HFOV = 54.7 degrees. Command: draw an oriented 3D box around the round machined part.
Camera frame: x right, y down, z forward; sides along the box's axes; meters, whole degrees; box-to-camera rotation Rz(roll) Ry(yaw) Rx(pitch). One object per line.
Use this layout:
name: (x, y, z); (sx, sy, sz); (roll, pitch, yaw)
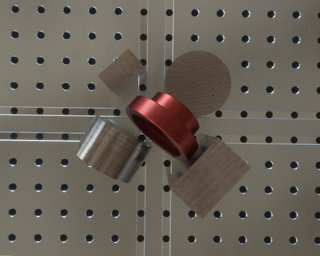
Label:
round machined part: (0.009, -0.006, 0.377); (0.098, 0.098, 0.042); (41, 78, -1)

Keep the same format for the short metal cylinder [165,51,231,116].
short metal cylinder: (0.046, -0.054, 0.401); (0.081, 0.050, 0.079); (0, 90, -1)

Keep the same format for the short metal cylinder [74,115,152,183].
short metal cylinder: (-0.057, 0.026, 0.385); (0.080, 0.080, 0.050); (31, 90, -1)

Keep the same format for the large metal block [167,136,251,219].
large metal block: (0.056, 0.056, 0.387); (0.050, 0.080, 0.080); (43, 90, -1)

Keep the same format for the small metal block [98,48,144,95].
small metal block: (-0.049, -0.071, 0.400); (0.050, 0.050, 0.025); (-42, 90, 0)
